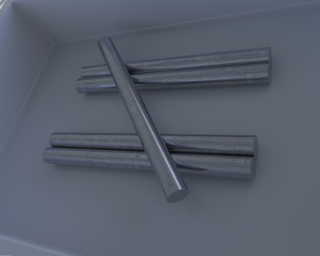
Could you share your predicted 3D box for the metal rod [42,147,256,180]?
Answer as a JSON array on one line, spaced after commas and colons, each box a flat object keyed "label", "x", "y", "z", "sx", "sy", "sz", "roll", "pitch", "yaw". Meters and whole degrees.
[{"label": "metal rod", "x": -0.035, "y": 0.042, "z": 0.396, "sx": 0.300, "sy": 0.025, "sz": 0.025, "roll": 0, "pitch": 62, "yaw": 28}]

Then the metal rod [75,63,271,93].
[{"label": "metal rod", "x": 0.000, "y": -0.068, "z": 0.445, "sx": 0.300, "sy": 0.025, "sz": 0.025, "roll": 1, "pitch": 62, "yaw": 28}]

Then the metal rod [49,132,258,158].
[{"label": "metal rod", "x": -0.029, "y": 0.019, "z": 0.407, "sx": 0.300, "sy": 0.025, "sz": 0.025, "roll": 0, "pitch": 62, "yaw": 28}]

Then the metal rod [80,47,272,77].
[{"label": "metal rod", "x": 0.005, "y": -0.090, "z": 0.456, "sx": 0.300, "sy": 0.025, "sz": 0.025, "roll": 1, "pitch": 62, "yaw": 28}]

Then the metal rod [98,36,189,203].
[{"label": "metal rod", "x": -0.036, "y": -0.034, "z": 0.412, "sx": 0.025, "sy": 0.025, "sz": 0.300, "roll": -33, "pitch": 51, "yaw": 7}]
